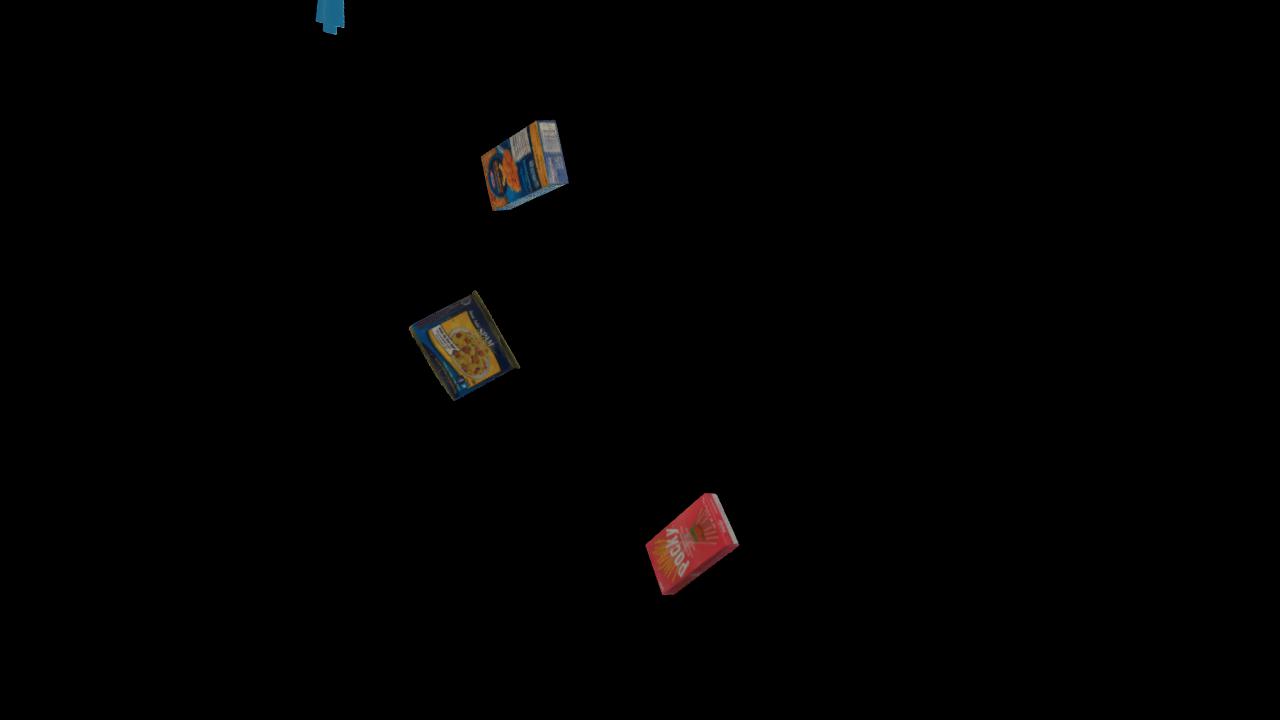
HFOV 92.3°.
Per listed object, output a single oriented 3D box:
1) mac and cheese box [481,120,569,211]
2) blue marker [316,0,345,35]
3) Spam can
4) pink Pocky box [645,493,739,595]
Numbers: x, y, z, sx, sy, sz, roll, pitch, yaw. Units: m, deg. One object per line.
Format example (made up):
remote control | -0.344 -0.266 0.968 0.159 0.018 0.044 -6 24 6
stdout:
mac and cheese box | -0.181 -0.294 0.945 0.041 0.093 0.184 -18 10 -38
blue marker | -0.211 -0.291 0.423 0.020 0.121 0.020 12 22 -5
Spam can | -0.199 -0.015 0.701 0.085 0.101 0.058 -30 14 -12
pink Pocky box | 0.072 0.272 0.904 0.029 0.084 0.155 13 -49 -38
